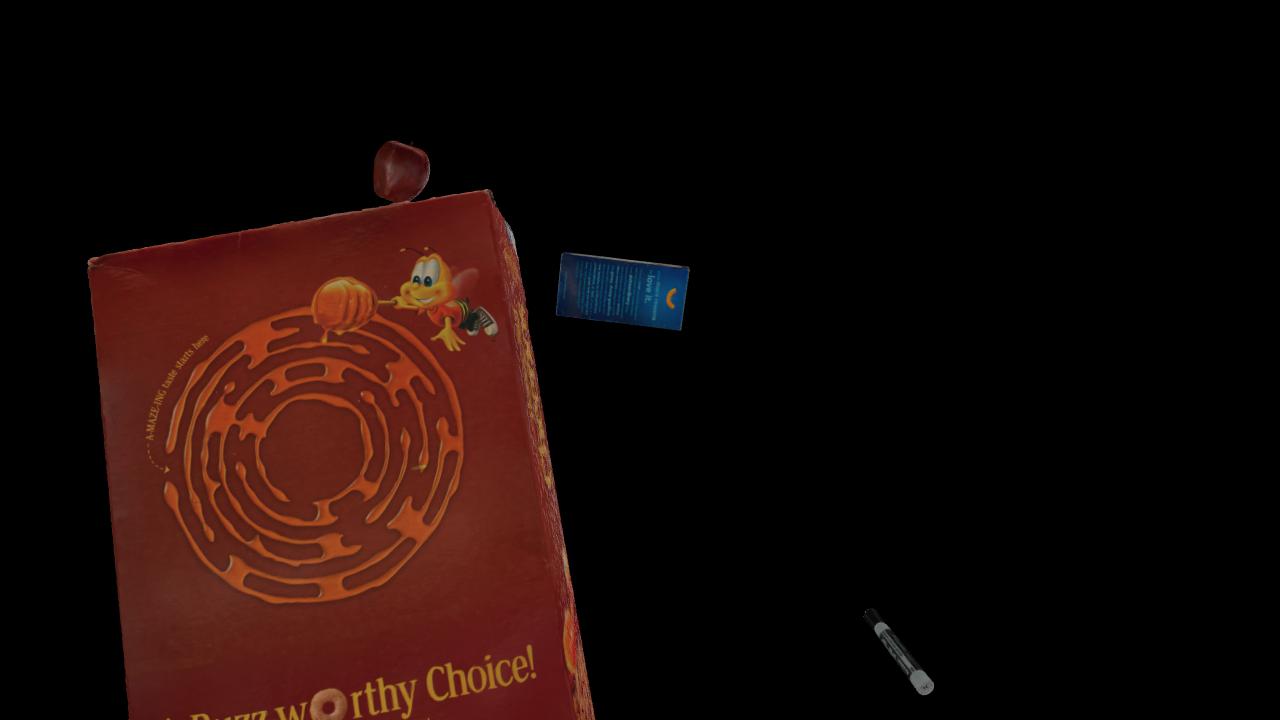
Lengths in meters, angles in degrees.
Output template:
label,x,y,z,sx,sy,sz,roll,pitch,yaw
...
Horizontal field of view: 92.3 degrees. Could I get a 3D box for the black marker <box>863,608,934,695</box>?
label,x,y,z,sx,sy,sz,roll,pitch,yaw
black marker,0.285,0.321,0.688,0.020,0.020,0.121,0,15,-8

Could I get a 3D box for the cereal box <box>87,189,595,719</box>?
label,x,y,z,sx,sy,sz,roll,pitch,yaw
cereal box,-0.146,0.080,0.320,0.203,0.306,0.081,-11,-7,-2

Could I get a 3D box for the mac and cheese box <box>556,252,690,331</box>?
label,x,y,z,sx,sy,sz,roll,pitch,yaw
mac and cheese box,-0.026,-0.100,0.894,0.184,0.093,0.041,8,14,1

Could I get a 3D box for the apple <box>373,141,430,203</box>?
label,x,y,z,sx,sy,sz,roll,pitch,yaw
apple,-0.350,-0.277,0.906,0.079,0.093,0.079,23,9,-4
